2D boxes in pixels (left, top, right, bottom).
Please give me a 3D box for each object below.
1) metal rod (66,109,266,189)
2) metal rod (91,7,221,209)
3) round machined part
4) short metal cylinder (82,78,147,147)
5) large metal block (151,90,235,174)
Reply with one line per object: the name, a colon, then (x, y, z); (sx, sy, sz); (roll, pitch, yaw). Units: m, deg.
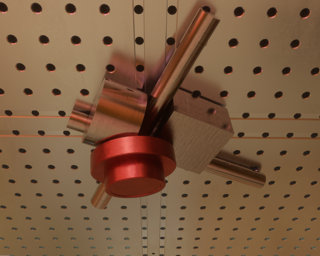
metal rod: (0.020, 0.035, 0.441); (0.302, 0.025, 0.025); (19, 127, -16)
metal rod: (-0.019, -0.004, 0.383); (0.025, 0.025, 0.298); (22, 119, -18)
round machined part: (-0.030, 0.050, 0.357); (0.099, 0.042, 0.098); (-6, 151, -3)
short metal cylinder: (-0.054, -0.013, 0.363); (0.050, 0.080, 0.079); (20, 127, -16)
large metal block: (0.034, 0.005, 0.396); (0.080, 0.050, 0.079); (20, 127, -17)
